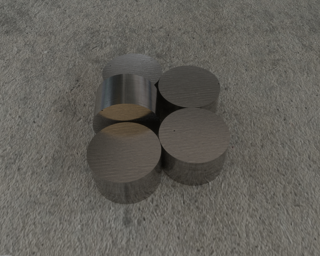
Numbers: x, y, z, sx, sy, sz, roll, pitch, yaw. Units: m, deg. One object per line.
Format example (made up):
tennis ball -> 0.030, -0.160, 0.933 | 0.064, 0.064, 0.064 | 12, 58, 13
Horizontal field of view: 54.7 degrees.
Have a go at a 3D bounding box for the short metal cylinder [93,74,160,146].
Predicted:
short metal cylinder -> -0.041, -0.021, 0.386 | 0.081, 0.080, 0.050 | -2, 50, -2

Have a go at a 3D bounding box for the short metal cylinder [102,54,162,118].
short metal cylinder -> -0.037, -0.061, 0.439 | 0.080, 0.050, 0.080 | 0, 50, 1

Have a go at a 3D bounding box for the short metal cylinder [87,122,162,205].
short metal cylinder -> -0.038, 0.040, 0.354 | 0.080, 0.050, 0.080 | 0, 50, 1

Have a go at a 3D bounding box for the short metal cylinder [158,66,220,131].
short metal cylinder -> 0.038, -0.040, 0.421 | 0.080, 0.050, 0.080 | 0, 51, 0

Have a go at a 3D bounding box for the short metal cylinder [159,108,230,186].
short metal cylinder -> 0.039, 0.022, 0.369 | 0.080, 0.050, 0.080 | 0, 51, 1
